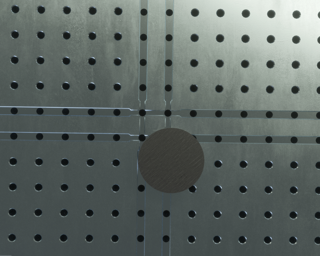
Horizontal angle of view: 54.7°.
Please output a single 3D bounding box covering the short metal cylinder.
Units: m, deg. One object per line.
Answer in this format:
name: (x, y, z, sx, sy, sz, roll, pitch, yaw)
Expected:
short metal cylinder: (0.014, 0.039, 0.401, 0.081, 0.050, 0.079, 0, 90, -1)
